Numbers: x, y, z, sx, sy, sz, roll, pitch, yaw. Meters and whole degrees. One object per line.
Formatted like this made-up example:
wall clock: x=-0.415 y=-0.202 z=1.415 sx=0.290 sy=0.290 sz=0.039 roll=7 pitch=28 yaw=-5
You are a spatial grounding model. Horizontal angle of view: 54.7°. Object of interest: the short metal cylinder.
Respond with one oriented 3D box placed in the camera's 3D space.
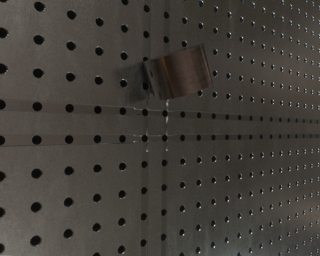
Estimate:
short metal cylinder: x=0.024 y=-0.072 z=0.395 sx=0.081 sy=0.080 sz=0.050 roll=-28 pitch=108 yaw=-37
